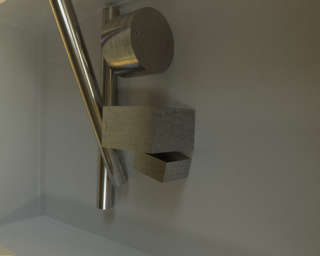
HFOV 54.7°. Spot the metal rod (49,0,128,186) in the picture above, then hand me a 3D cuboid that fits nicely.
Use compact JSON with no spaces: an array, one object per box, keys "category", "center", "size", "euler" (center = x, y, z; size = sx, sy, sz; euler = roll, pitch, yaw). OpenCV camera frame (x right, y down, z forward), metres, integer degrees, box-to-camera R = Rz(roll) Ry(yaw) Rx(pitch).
[{"category":"metal rod","center":[-0.094,-0.056,0.403],"size":[0.025,0.025,0.298],"euler":[4,118,39]}]

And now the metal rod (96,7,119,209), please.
[{"category":"metal rod","center":[-0.079,-0.028,0.469],"size":[0.025,0.025,0.298],"euler":[4,92,39]}]

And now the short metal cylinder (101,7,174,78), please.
[{"category":"short metal cylinder","center":[-0.026,-0.105,0.391],"size":[0.050,0.081,0.079],"euler":[0,90,40]}]

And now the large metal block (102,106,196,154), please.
[{"category":"large metal block","center":[-0.013,0.000,0.380],"size":[0.080,0.081,0.050],"euler":[3,92,39]}]

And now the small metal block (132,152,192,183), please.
[{"category":"small metal block","center":[0.003,0.044,0.387],"size":[0.050,0.050,0.025],"euler":[19,102,38]}]
